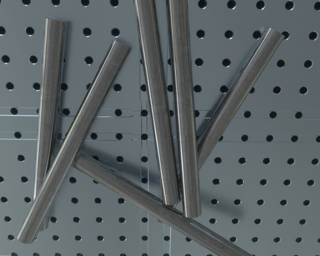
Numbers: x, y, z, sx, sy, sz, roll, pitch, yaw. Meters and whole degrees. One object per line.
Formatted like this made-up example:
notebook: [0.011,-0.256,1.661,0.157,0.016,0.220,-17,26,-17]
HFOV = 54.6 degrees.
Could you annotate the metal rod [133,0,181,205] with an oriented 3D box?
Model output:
metal rod: [-0.004,-0.044,0.384,0.025,0.025,0.298,-7,105,3]

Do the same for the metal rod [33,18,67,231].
metal rod: [-0.152,0.010,0.415,0.025,0.025,0.298,11,110,-4]

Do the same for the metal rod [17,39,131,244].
metal rod: [-0.117,0.026,0.405,0.025,0.025,0.299,27,102,-10]

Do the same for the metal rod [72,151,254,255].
metal rod: [0.014,0.121,0.429,0.301,0.025,0.025,31,107,0]

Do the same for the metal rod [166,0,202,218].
metal rod: [0.030,-0.028,0.386,0.025,0.025,0.298,-5,104,2]

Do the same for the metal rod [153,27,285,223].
metal rod: [0.069,0.009,0.417,0.025,0.025,0.298,26,108,-9]
